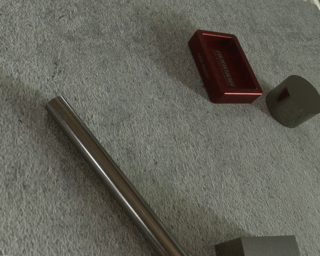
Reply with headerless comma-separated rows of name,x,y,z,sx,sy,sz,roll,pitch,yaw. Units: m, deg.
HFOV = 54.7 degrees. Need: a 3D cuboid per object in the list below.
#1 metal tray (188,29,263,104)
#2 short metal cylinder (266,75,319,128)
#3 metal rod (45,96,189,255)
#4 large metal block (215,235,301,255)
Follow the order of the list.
metal tray,0.109,-0.104,0.524,0.091,0.030,0.130,-3,63,-30
short metal cylinder,0.236,-0.046,0.547,0.081,0.050,0.080,14,56,-21
metal rod,-0.027,0.086,0.338,0.025,0.025,0.300,-34,81,-38
large metal block,0.117,0.169,0.350,0.081,0.050,0.080,8,58,-25
